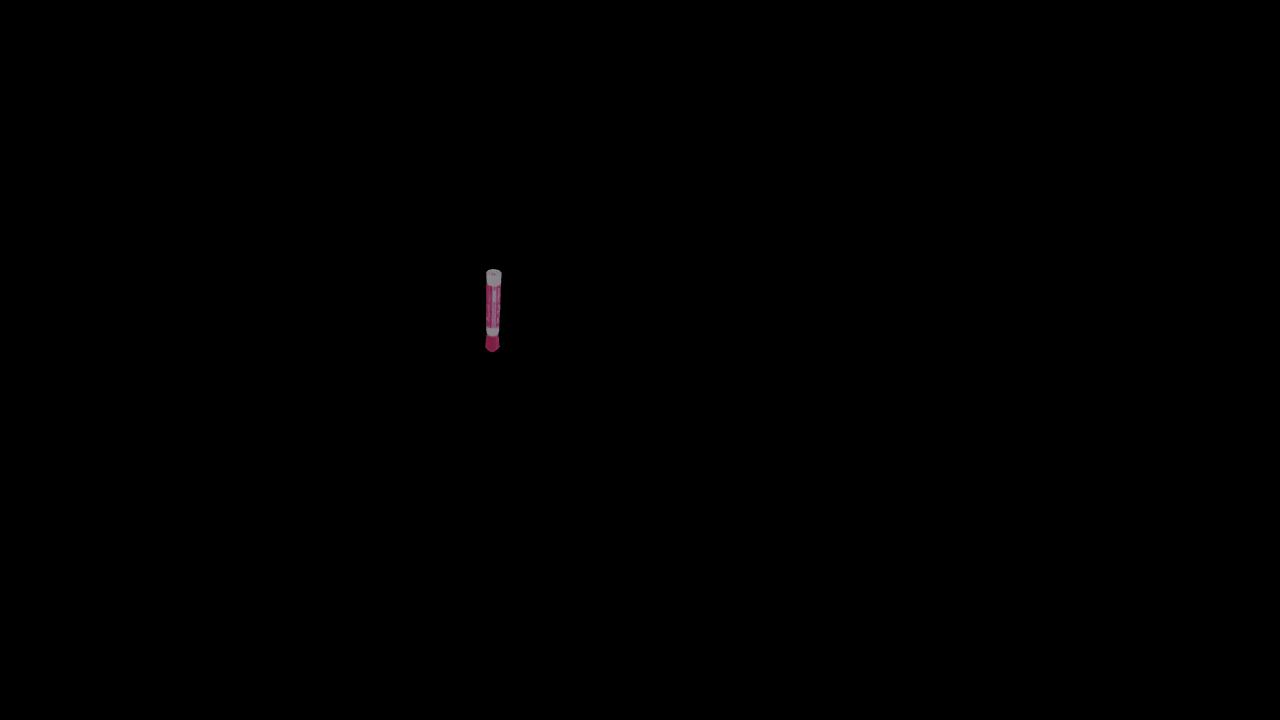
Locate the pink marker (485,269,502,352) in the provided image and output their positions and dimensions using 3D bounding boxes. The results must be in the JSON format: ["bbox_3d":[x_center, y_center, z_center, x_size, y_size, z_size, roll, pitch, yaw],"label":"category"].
[{"bbox_3d":[-0.193,-0.062,0.808,0.020,0.121,0.020,7,35,-5],"label":"pink marker"}]
